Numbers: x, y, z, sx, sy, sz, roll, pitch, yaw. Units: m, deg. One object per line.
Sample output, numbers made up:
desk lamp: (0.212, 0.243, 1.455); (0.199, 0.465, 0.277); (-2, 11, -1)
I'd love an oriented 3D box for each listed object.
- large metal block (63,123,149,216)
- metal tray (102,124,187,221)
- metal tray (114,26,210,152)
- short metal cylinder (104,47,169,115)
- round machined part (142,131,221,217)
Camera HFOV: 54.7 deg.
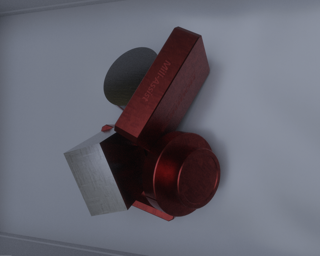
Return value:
large metal block: (-0.057, 0.047, 0.374); (0.050, 0.080, 0.080); (-16, 101, 25)
metal tray: (-0.026, 0.056, 0.413); (0.130, 0.030, 0.089); (18, 96, 19)
metal tray: (0.008, -0.036, 0.354); (0.030, 0.090, 0.130); (28, 84, 20)
short metal cylinder: (-0.023, -0.053, 0.387); (0.080, 0.050, 0.080); (-13, 61, 26)
round machined part: (0.031, 0.054, 0.355); (0.042, 0.099, 0.097); (8, 93, 50)
